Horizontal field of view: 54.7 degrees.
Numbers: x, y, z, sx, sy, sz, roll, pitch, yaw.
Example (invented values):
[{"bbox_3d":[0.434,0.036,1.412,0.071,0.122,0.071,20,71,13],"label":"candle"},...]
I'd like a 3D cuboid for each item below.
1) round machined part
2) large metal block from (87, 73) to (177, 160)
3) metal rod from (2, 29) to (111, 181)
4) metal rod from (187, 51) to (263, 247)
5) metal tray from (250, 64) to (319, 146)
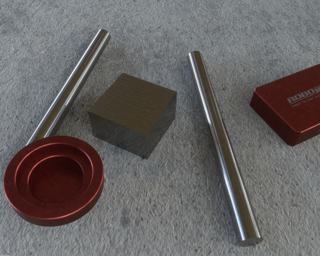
[{"bbox_3d":[-0.111,0.059,0.336,0.099,0.042,0.098,5,52,-6],"label":"round machined part"},{"bbox_3d":[-0.033,-0.017,0.401,0.080,0.050,0.080,22,53,17],"label":"large metal block"},{"bbox_3d":[-0.131,-0.048,0.442,0.025,0.025,0.300,10,51,8],"label":"metal rod"},{"bbox_3d":[0.073,0.000,0.404,0.025,0.025,0.300,-5,50,-5],"label":"metal rod"},{"bbox_3d":[0.206,-0.036,0.433,0.131,0.030,0.090,-21,53,-17],"label":"metal tray"}]
